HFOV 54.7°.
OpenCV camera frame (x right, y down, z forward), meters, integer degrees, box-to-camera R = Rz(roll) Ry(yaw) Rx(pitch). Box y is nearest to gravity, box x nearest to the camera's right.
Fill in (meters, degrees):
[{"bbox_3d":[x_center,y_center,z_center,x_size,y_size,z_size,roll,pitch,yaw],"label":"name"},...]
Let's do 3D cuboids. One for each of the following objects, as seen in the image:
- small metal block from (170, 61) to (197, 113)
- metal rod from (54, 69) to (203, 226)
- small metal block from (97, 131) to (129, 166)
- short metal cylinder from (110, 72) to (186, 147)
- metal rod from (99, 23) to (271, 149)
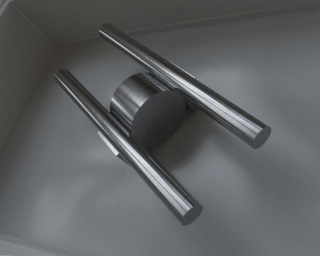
[{"bbox_3d":[0.029,-0.053,0.403,0.025,0.050,0.050,-45,51,-3],"label":"small metal block"},{"bbox_3d":[-0.059,0.000,0.370,0.025,0.025,0.300,-45,51,-4],"label":"metal rod"},{"bbox_3d":[-0.046,0.022,0.397,0.025,0.050,0.050,-45,51,-3],"label":"small metal block"},{"bbox_3d":[-0.015,-0.023,0.389,0.080,0.080,0.050,-45,51,-3],"label":"short metal cylinder"},{"bbox_3d":[0.006,-0.069,0.378,0.025,0.025,0.300,-45,51,-4],"label":"metal rod"}]
